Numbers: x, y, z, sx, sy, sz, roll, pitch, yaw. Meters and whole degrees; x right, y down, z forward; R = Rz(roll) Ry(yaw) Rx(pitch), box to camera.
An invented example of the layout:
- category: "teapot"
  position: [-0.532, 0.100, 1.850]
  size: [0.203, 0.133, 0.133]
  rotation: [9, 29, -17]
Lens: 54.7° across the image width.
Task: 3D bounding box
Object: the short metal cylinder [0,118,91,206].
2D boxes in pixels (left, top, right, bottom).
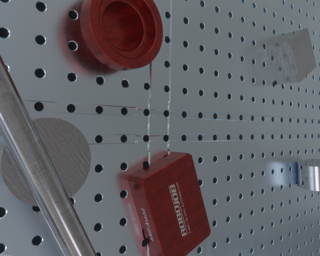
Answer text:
- category: "short metal cylinder"
  position: [-0.115, 0.030, 0.297]
  size: [0.081, 0.050, 0.079]
  rotation: [0, 90, -40]

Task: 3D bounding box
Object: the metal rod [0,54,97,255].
- category: "metal rod"
  position: [-0.095, 0.053, 0.264]
  size: [0.025, 0.025, 0.298]
  rotation: [-32, 110, -36]

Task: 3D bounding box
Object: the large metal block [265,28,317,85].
- category: "large metal block"
  position: [0.259, -0.140, 0.611]
  size: [0.080, 0.050, 0.080]
  rotation: [-36, 112, -34]

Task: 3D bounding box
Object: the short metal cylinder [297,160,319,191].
- category: "short metal cylinder"
  position: [0.336, 0.098, 0.656]
  size: [0.081, 0.080, 0.050]
  rotation: [-8, 96, -40]

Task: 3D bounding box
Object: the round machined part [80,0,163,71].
- category: "round machined part"
  position: [-0.047, -0.115, 0.359]
  size: [0.099, 0.042, 0.097]
  rotation: [0, 90, -40]

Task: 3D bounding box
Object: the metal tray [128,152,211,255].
- category: "metal tray"
  position: [0.017, 0.108, 0.421]
  size: [0.091, 0.030, 0.129]
  rotation: [-25, 106, -37]
